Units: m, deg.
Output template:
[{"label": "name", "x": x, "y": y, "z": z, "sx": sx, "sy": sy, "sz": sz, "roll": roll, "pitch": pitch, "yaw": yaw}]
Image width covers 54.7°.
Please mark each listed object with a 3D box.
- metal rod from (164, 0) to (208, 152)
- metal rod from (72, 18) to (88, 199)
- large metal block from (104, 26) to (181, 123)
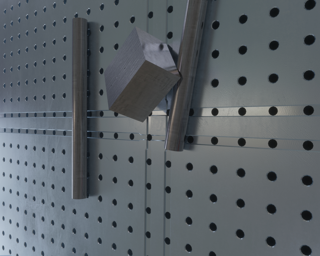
[{"label": "metal rod", "x": 0.040, "y": -0.119, "z": 0.376, "sx": 0.025, "sy": 0.025, "sz": 0.298, "roll": 15, "pitch": 99, "yaw": 39}, {"label": "metal rod", "x": -0.135, "y": -0.032, "z": 0.520, "sx": 0.025, "sy": 0.025, "sz": 0.298, "roll": 0, "pitch": 90, "yaw": 40}, {"label": "large metal block", "x": -0.027, "y": -0.068, "z": 0.397, "sx": 0.080, "sy": 0.050, "sz": 0.080, "roll": -48, "pitch": 37, "yaw": 29}]
